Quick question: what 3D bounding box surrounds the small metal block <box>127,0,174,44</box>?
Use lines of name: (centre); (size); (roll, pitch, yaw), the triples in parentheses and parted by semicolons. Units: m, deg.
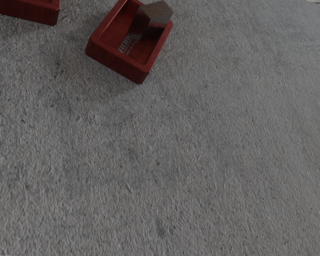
small metal block: (-0.014, -0.157, 0.459); (0.050, 0.050, 0.025); (-33, 81, -38)

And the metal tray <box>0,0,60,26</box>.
metal tray: (-0.185, -0.207, 0.426); (0.091, 0.030, 0.130); (7, 59, -25)

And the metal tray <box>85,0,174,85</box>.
metal tray: (-0.041, -0.135, 0.460); (0.090, 0.030, 0.130); (29, 52, -10)
